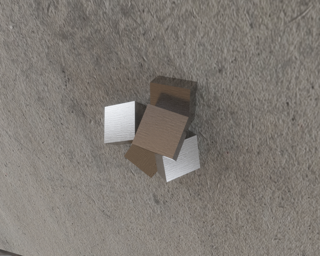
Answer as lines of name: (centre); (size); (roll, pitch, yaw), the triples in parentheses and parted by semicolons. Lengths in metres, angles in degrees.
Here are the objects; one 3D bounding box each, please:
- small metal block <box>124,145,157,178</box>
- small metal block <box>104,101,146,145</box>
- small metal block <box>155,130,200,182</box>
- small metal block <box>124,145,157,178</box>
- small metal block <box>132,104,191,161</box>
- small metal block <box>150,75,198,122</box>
small metal block: (-0.015, 0.035, 0.436); (0.050, 0.025, 0.050); (39, 129, 2)
small metal block: (-0.046, -0.005, 0.412); (0.050, 0.025, 0.050); (-8, 77, 31)
small metal block: (0.022, 0.034, 0.398); (0.025, 0.050, 0.050); (38, 143, 55)
small metal block: (-0.015, 0.035, 0.436); (0.050, 0.025, 0.050); (39, 129, 1)
small metal block: (0.003, 0.006, 0.359); (0.050, 0.025, 0.050); (20, 82, 16)
small metal block: (0.016, -0.033, 0.378); (0.050, 0.025, 0.050); (13, 124, 20)
